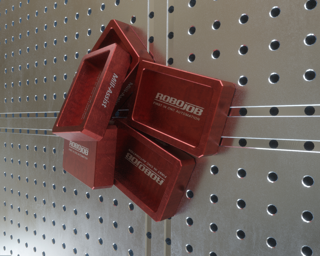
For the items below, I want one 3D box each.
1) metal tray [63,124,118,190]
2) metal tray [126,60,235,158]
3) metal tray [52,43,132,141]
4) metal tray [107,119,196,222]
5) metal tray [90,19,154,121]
[{"bbox_3d":[-0.112,0.033,0.478,0.130,0.030,0.089,12,99,54],"label":"metal tray"},{"bbox_3d":[0.020,-0.028,0.389,0.130,0.030,0.089,23,105,37],"label":"metal tray"},{"bbox_3d":[-0.094,-0.047,0.429,0.090,0.030,0.130,-2,64,47],"label":"metal tray"},{"bbox_3d":[-0.023,0.053,0.425,0.130,0.030,0.089,32,110,35],"label":"metal tray"},{"bbox_3d":[-0.075,-0.084,0.469,0.129,0.030,0.090,-47,61,30],"label":"metal tray"}]
